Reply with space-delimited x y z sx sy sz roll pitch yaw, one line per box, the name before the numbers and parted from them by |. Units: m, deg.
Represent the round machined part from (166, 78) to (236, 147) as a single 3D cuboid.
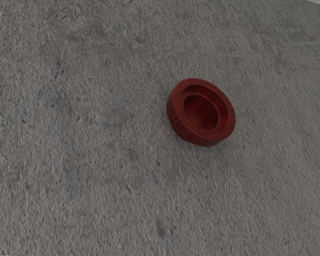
round machined part | 0.052 -0.018 0.431 0.099 0.042 0.098 13 56 -21
